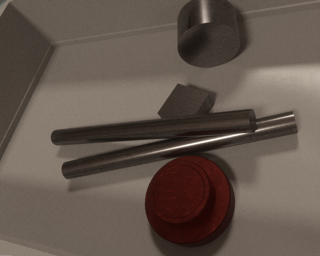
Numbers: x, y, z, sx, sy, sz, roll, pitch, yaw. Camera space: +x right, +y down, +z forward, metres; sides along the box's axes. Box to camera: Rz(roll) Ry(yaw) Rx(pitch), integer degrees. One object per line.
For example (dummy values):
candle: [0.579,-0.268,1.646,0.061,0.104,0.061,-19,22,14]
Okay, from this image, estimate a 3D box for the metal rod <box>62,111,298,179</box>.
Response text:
metal rod: [0.008,0.027,0.384,0.301,0.025,0.025,-14,56,20]

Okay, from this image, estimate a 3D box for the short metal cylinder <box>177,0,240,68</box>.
short metal cylinder: [0.063,-0.126,0.414,0.080,0.080,0.050,-12,57,21]

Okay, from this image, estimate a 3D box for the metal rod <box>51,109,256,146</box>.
metal rod: [-0.031,0.004,0.398,0.300,0.025,0.025,-5,59,32]

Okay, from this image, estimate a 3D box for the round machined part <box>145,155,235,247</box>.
round machined part: [0.027,0.074,0.334,0.098,0.042,0.098,-13,56,20]

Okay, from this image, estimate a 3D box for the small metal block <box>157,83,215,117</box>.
small metal block: [0.034,-0.025,0.402,0.050,0.025,0.050,25,75,36]
